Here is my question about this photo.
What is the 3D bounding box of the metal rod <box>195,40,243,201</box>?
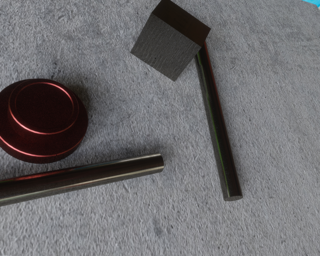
[{"bbox_3d":[0.079,-0.039,0.472,0.025,0.025,0.299,8,58,-25],"label":"metal rod"}]

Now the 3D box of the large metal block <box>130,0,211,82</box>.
[{"bbox_3d":[0.014,-0.128,0.456,0.080,0.080,0.050,32,51,-8],"label":"large metal block"}]

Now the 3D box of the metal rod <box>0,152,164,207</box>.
[{"bbox_3d":[-0.130,0.058,0.298,0.303,0.025,0.025,-7,66,-32],"label":"metal rod"}]

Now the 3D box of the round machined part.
[{"bbox_3d":[-0.126,-0.014,0.334,0.099,0.042,0.098,14,56,-21],"label":"round machined part"}]
